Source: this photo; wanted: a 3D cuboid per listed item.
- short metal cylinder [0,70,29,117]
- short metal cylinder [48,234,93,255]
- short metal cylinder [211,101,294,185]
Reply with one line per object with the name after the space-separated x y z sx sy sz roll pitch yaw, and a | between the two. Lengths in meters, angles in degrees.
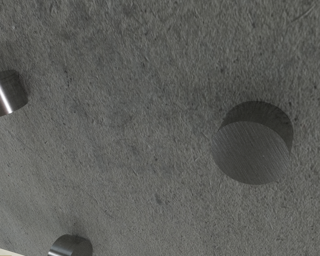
-0.251 -0.051 0.472 0.080 0.080 0.050 1 119 28 | short metal cylinder
-0.182 0.264 0.631 0.050 0.080 0.079 8 122 24 | short metal cylinder
0.104 0.016 0.346 0.080 0.050 0.079 13 124 21 | short metal cylinder
